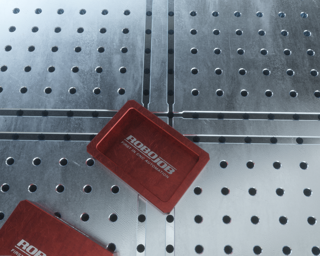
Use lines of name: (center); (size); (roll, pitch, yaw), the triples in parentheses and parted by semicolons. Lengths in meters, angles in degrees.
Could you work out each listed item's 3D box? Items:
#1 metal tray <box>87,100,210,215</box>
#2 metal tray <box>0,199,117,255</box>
metal tray: (-0.015, 0.035, 0.396); (0.130, 0.030, 0.090); (36, 74, 12)
metal tray: (-0.127, 0.153, 0.353); (0.130, 0.030, 0.090); (28, 72, 10)
